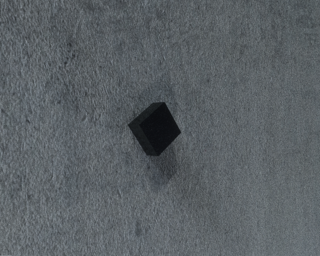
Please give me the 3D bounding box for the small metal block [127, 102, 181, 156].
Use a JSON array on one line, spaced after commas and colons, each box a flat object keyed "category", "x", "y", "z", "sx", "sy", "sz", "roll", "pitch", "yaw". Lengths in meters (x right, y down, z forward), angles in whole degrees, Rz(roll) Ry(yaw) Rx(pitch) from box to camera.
[{"category": "small metal block", "x": -0.006, "y": 0.001, "z": 0.403, "sx": 0.050, "sy": 0.025, "sz": 0.050, "roll": -44, "pitch": 117, "yaw": -31}]
